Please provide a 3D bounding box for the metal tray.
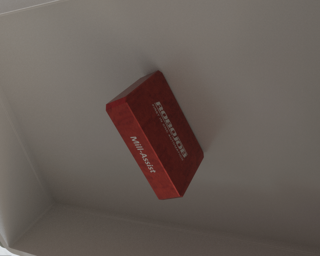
[{"bbox_3d":[0.000,0.007,0.368,0.030,0.090,0.130,-17,110,34],"label":"metal tray"}]
